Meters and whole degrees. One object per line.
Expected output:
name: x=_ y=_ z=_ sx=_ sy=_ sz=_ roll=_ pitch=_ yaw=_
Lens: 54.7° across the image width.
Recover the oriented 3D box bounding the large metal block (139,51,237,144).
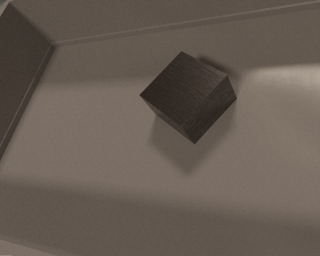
large metal block: x=0.036 y=-0.040 z=0.394 sx=0.080 sy=0.050 sz=0.080 roll=-47 pitch=52 yaw=-5
